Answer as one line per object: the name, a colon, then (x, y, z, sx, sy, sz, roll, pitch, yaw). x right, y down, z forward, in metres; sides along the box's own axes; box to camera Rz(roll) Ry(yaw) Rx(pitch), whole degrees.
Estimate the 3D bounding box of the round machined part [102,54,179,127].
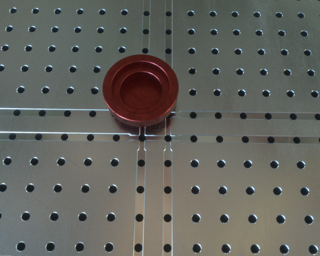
round machined part: (-0.025, -0.047, 0.419, 0.099, 0.042, 0.098, 0, 70, -1)
